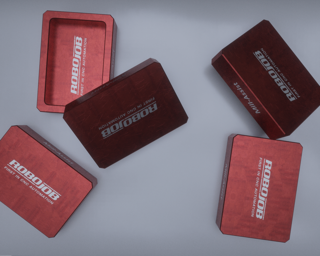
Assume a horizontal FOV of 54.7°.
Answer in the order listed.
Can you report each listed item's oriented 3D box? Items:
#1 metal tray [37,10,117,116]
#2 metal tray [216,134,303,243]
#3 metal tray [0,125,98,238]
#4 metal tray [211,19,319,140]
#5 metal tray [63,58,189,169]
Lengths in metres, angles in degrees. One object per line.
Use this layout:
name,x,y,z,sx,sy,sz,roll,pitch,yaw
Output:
metal tray,-0.107,-0.082,0.407,0.091,0.030,0.129,4,90,0
metal tray,0.130,0.077,0.410,0.091,0.030,0.129,8,90,0
metal tray,-0.162,0.068,0.408,0.130,0.030,0.090,38,90,0
metal tray,0.139,-0.062,0.394,0.090,0.030,0.130,-38,90,-21
metal tray,-0.041,-0.018,0.391,0.130,0.030,0.090,-30,115,0
